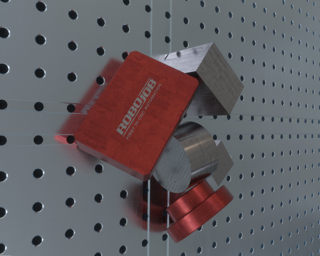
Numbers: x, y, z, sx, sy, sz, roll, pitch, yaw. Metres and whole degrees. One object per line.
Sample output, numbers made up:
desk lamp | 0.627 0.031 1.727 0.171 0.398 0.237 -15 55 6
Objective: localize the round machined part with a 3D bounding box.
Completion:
round machined part | 0.047 0.105 0.414 0.099 0.097 0.042 -27 72 -37

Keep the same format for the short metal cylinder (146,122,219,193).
short metal cylinder | 0.027 0.036 0.397 0.050 0.080 0.079 -19 102 -39

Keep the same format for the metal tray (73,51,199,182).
metal tray | -0.023 -0.017 0.352 0.090 0.030 0.130 26 67 7

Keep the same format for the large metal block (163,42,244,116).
large metal block | 0.052 -0.061 0.417 0.080 0.080 0.050 46 63 -31

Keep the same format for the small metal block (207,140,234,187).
small metal block | 0.083 0.054 0.479 0.050 0.025 0.050 -47 118 -29
